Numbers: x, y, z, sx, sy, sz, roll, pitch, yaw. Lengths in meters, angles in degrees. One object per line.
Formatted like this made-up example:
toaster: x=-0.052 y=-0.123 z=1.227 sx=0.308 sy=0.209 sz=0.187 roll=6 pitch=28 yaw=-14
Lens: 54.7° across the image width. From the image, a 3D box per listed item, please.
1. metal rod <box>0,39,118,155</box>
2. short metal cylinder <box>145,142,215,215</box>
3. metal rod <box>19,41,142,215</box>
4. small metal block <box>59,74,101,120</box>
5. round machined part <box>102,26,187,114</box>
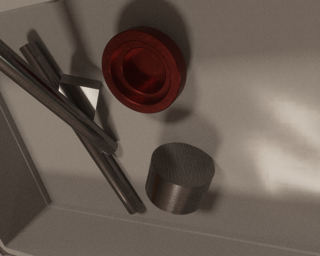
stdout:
metal rod: x=-0.141 y=-0.048 z=0.359 sx=0.025 sy=0.025 sz=0.300 roll=-4 pitch=147 yaw=30
short metal cylinder: x=0.025 y=0.063 z=0.398 sx=0.080 sy=0.080 sz=0.050 roll=22 pitch=127 yaw=14
metal rod: x=-0.113 y=0.009 z=0.471 sx=0.025 sy=0.025 sz=0.299 roll=-19 pitch=109 yaw=35
small metal block: x=-0.111 y=-0.042 z=0.424 sx=0.050 sy=0.025 sz=0.050 roll=10 pitch=124 yaw=-12
round machined part: x=-0.015 y=-0.069 z=0.361 sx=0.098 sy=0.042 sz=0.097 roll=13 pitch=124 yaw=20
